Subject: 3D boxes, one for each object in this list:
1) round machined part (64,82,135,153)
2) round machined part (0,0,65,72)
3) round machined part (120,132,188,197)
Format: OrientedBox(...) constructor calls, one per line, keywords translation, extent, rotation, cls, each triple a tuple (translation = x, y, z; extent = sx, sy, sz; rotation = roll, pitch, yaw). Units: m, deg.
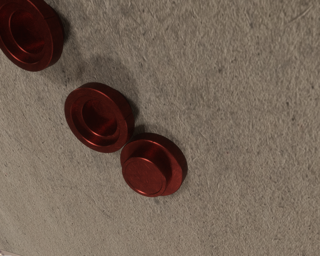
OrientedBox(translation=(-0.077, -0.018, 0.424), extent=(0.098, 0.042, 0.097), rotation=(13, 124, 20), cls="round machined part")
OrientedBox(translation=(-0.165, -0.126, 0.402), extent=(0.098, 0.042, 0.097), rotation=(13, 124, 20), cls="round machined part")
OrientedBox(translation=(-0.014, 0.059, 0.438), extent=(0.098, 0.042, 0.097), rotation=(13, 124, 20), cls="round machined part")
